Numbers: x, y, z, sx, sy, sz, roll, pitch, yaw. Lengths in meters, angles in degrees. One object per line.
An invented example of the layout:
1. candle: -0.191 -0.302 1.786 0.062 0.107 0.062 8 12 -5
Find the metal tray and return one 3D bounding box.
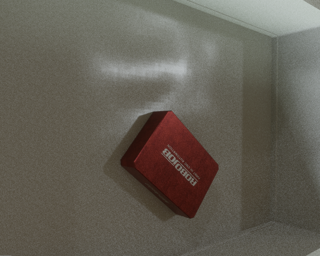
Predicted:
1. metal tray: 0.019 0.050 0.418 0.130 0.030 0.090 47 62 -30
